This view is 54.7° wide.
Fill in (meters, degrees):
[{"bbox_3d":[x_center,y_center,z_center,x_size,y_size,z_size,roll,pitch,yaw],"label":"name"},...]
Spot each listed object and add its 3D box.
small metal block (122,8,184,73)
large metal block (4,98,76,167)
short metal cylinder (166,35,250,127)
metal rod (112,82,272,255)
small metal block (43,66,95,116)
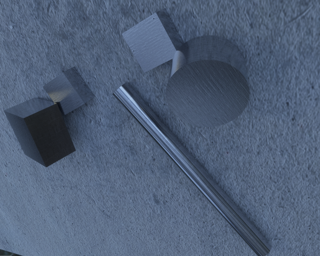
[{"bbox_3d":[-0.006,-0.097,0.349,0.050,0.025,0.050,-20,108,35],"label":"small metal block"},{"bbox_3d":[-0.183,0.004,0.471,0.080,0.050,0.080,14,127,45],"label":"large metal block"},{"bbox_3d":[0.049,-0.047,0.320,0.080,0.050,0.079,5,132,5],"label":"short metal cylinder"},{"bbox_3d":[0.047,0.060,0.417,0.300,0.025,0.025,48,129,-7],"label":"metal rod"},{"bbox_3d":[-0.130,-0.052,0.441,0.050,0.025,0.050,-23,107,36],"label":"small metal block"}]
